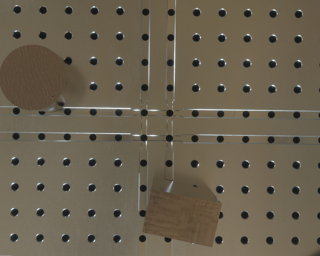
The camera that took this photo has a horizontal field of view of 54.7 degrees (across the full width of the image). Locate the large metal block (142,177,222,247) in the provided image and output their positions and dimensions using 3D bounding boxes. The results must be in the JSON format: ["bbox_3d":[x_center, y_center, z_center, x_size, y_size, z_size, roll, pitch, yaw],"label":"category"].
[{"bbox_3d":[0.025,0.100,0.386,0.080,0.080,0.050,12,90,0],"label":"large metal block"}]

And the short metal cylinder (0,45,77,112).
[{"bbox_3d":[-0.154,-0.061,0.399,0.081,0.050,0.080,0,90,0],"label":"short metal cylinder"}]
